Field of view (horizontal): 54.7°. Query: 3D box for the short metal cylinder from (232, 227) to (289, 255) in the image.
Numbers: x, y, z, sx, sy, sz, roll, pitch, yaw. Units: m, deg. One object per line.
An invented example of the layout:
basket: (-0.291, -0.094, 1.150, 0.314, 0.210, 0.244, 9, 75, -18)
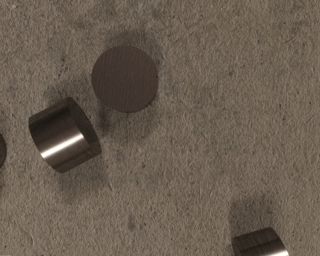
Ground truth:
short metal cylinder: (0.127, 0.170, 0.384, 0.050, 0.080, 0.080, -17, 90, 0)

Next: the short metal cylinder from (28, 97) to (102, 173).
short metal cylinder: (-0.114, 0.008, 0.381, 0.050, 0.080, 0.080, -28, 90, 0)

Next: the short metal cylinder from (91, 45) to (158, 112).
short metal cylinder: (-0.042, -0.060, 0.397, 0.081, 0.050, 0.079, 0, 90, -1)

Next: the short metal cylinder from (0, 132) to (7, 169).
short metal cylinder: (-0.248, 0.031, 0.394, 0.081, 0.050, 0.079, 0, 90, -1)
